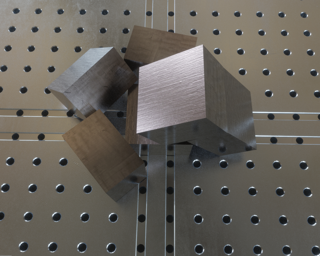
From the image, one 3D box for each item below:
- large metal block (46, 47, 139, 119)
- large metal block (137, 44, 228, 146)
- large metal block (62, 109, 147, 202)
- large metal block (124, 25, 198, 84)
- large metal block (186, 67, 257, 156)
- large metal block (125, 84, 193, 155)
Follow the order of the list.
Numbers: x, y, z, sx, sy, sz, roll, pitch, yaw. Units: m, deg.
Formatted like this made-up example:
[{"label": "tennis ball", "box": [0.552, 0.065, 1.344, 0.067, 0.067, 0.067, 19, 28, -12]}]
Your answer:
[{"label": "large metal block", "box": [-0.088, -0.057, 0.396, 0.080, 0.080, 0.050, -47, 121, -15]}, {"label": "large metal block", "box": [0.023, -0.032, 0.337, 0.080, 0.050, 0.080, -13, 65, 32]}, {"label": "large metal block", "box": [-0.062, 0.036, 0.368, 0.050, 0.080, 0.080, -38, 75, -13]}, {"label": "large metal block", "box": [0.002, -0.084, 0.414, 0.080, 0.080, 0.050, 12, 71, 5]}, {"label": "large metal block", "box": [0.075, -0.016, 0.380, 0.050, 0.080, 0.080, -15, 65, 35]}, {"label": "large metal block", "box": [-0.001, -0.010, 0.402, 0.080, 0.050, 0.080, 1, 70, 0]}]
